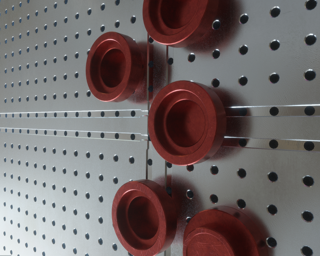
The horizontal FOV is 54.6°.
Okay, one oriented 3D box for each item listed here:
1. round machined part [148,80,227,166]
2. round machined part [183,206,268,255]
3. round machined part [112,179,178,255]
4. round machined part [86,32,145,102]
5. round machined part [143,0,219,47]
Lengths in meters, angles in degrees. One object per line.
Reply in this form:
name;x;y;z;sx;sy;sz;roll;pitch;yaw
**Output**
round machined part;0.036;-0.006;0.370;0.098;0.042;0.097;0;90;40
round machined part;0.065;0.140;0.346;0.098;0.042;0.097;0;90;40
round machined part;-0.016;0.117;0.413;0.098;0.042;0.097;0;90;40
round machined part;-0.061;-0.086;0.450;0.098;0.042;0.097;0;90;40
round machined part;0.029;-0.146;0.376;0.098;0.042;0.097;0;90;40
